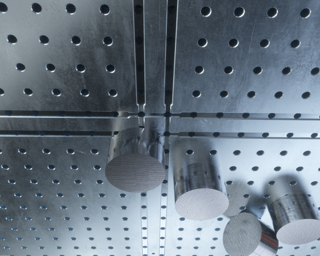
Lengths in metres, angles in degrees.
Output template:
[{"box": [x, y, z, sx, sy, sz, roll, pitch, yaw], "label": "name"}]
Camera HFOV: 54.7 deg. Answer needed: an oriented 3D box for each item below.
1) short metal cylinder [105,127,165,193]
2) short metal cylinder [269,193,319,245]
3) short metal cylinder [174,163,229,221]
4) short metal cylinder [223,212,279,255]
[{"box": [-0.033, 0.046, 0.434, 0.081, 0.050, 0.079, 0, 130, 0], "label": "short metal cylinder"}, {"box": [0.235, 0.158, 0.534, 0.081, 0.050, 0.079, 0, 130, 0], "label": "short metal cylinder"}, {"box": [0.062, 0.100, 0.481, 0.081, 0.050, 0.079, -1, 130, -1], "label": "short metal cylinder"}, {"box": [0.159, 0.197, 0.546, 0.050, 0.080, 0.080, 36, 121, -27], "label": "short metal cylinder"}]
